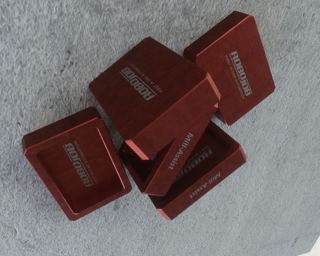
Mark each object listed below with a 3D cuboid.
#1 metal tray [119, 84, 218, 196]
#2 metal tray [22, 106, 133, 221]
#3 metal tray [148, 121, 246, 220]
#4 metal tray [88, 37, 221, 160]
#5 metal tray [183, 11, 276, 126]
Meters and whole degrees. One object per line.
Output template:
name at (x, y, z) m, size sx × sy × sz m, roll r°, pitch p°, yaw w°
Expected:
metal tray at (0.004, 0.004, 0.372) m, size 0.030 × 0.090 × 0.129 m, roll 18°, pitch 109°, yaw -36°
metal tray at (-0.096, 0.048, 0.383) m, size 0.091 × 0.030 × 0.129 m, roll -26°, pitch 128°, yaw -13°
metal tray at (0.037, 0.050, 0.419) m, size 0.130 × 0.090 × 0.030 m, roll -37°, pitch 130°, yaw -4°
metal tray at (-0.013, -0.038, 0.311) m, size 0.090 × 0.130 × 0.030 m, roll -40°, pitch 130°, yaw -2°
metal tray at (0.097, -0.075, 0.414) m, size 0.090 × 0.030 × 0.130 m, roll -38°, pitch 130°, yaw -3°
